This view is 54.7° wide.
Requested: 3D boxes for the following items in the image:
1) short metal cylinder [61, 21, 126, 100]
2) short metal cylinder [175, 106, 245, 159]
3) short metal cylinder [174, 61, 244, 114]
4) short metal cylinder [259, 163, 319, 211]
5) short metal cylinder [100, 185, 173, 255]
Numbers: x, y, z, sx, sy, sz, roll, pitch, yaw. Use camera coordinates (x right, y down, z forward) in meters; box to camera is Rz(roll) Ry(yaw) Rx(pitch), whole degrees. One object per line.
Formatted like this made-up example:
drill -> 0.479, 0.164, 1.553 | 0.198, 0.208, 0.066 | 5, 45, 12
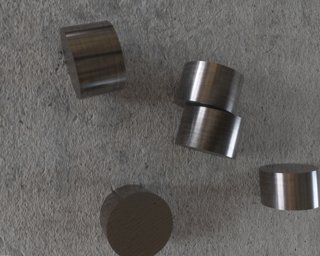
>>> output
short metal cylinder -> -0.077, -0.077, 0.351 | 0.050, 0.080, 0.080 | -16, 96, -19
short metal cylinder -> 0.064, 0.007, 0.403 | 0.081, 0.080, 0.050 | 17, 85, -19
short metal cylinder -> 0.064, -0.048, 0.403 | 0.081, 0.080, 0.050 | 17, 85, -19
short metal cylinder -> 0.187, 0.083, 0.449 | 0.081, 0.080, 0.050 | -5, 92, -20
short metal cylinder -> -0.031, 0.114, 0.385 | 0.081, 0.050, 0.080 | 0, 90, -20
